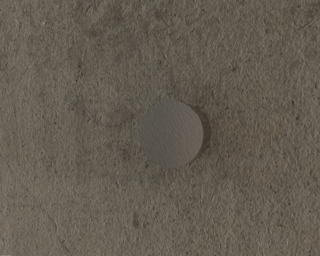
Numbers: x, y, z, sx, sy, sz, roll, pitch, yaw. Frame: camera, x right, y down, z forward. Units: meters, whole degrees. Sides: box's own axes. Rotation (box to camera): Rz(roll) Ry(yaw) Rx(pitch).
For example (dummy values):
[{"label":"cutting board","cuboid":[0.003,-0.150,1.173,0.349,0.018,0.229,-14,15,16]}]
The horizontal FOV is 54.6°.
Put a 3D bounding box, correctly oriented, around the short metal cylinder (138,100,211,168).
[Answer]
[{"label":"short metal cylinder","cuboid":[0.020,0.007,0.389,0.080,0.050,0.080,0,90,20]}]
